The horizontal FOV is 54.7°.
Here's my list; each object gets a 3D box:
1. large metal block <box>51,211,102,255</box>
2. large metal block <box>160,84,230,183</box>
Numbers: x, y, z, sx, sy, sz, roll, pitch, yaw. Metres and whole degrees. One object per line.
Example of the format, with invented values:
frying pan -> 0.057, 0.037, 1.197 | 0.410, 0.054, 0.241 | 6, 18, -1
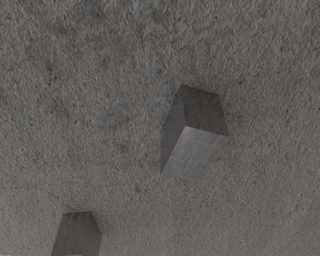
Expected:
large metal block -> -0.143, 0.205, 0.544 | 0.050, 0.080, 0.080 | -6, 130, 5
large metal block -> 0.037, 0.007, 0.377 | 0.050, 0.080, 0.079 | 14, 129, -12
